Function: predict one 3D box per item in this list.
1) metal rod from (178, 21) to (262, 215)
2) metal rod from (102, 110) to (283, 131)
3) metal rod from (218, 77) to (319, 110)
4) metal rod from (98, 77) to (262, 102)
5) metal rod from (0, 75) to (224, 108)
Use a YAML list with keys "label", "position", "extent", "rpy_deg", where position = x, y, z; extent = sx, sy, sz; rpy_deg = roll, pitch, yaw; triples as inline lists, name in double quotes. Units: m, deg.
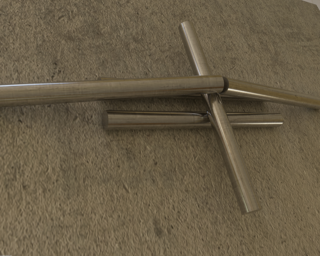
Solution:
- label: "metal rod"
  position: [0.076, -0.030, 0.435]
  extent: [0.025, 0.025, 0.299]
  rpy_deg: [0, 62, -29]
- label: "metal rod"
  position: [0.065, -0.011, 0.449]
  extent: [0.303, 0.025, 0.025]
  rpy_deg: [-1, 62, -29]
- label: "metal rod"
  position: [0.202, -0.053, 0.517]
  extent: [0.302, 0.025, 0.025]
  rpy_deg: [2, 60, -39]
- label: "metal rod"
  position: [0.054, -0.055, 0.469]
  extent: [0.303, 0.025, 0.025]
  rpy_deg: [-1, 62, -29]
- label: "metal rod"
  position: [-0.060, -0.046, 0.370]
  extent: [0.303, 0.025, 0.025]
  rpy_deg: [-6, 65, -21]
